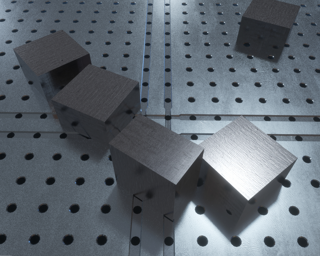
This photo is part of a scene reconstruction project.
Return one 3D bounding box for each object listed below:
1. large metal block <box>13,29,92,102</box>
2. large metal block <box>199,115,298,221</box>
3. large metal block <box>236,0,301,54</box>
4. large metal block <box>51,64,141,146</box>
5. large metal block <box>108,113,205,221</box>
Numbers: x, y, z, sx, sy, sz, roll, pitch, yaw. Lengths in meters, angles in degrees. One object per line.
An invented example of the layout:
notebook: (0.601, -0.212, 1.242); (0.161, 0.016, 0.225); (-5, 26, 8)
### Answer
large metal block: (-0.159, -0.096, 0.470); (0.081, 0.050, 0.080); (-33, 58, -25)
large metal block: (0.092, 0.043, 0.356); (0.081, 0.050, 0.080); (-31, 57, -24)
large metal block: (0.192, -0.185, 0.549); (0.080, 0.050, 0.080); (22, 53, 17)
large metal block: (-0.082, -0.033, 0.418); (0.080, 0.050, 0.080); (22, 53, 17)
large metal block: (-0.004, 0.043, 0.336); (0.080, 0.080, 0.050); (29, 56, 21)
